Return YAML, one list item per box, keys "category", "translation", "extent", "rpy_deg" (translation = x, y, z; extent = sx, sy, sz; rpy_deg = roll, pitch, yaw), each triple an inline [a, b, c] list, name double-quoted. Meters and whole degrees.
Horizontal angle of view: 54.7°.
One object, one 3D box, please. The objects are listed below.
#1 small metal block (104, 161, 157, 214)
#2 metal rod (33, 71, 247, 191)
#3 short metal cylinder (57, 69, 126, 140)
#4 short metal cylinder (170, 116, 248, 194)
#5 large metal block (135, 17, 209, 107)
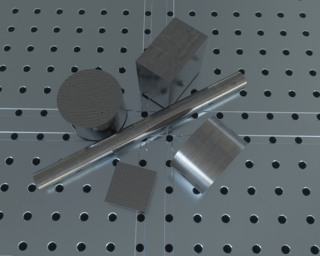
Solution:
- category: "small metal block"
  translation: [-0.034, 0.074, 0.381]
  extent: [0.050, 0.025, 0.050]
  rpy_deg: [14, 71, 5]
- category: "metal rod"
  translation: [-0.018, 0.000, 0.408]
  extent: [0.302, 0.025, 0.025]
  rpy_deg: [-27, 73, -10]
- category: "short metal cylinder"
  translation: [-0.087, -0.029, 0.404]
  extent: [0.081, 0.050, 0.080]
  rpy_deg: [0, 70, 0]
- category: "short metal cylinder"
  translation: [0.058, 0.032, 0.368]
  extent: [0.050, 0.080, 0.080]
  rpy_deg: [42, 75, 13]
- category: "large metal block"
  translation: [0.015, -0.082, 0.409]
  extent: [0.050, 0.080, 0.080]
  rpy_deg: [35, 74, 11]
